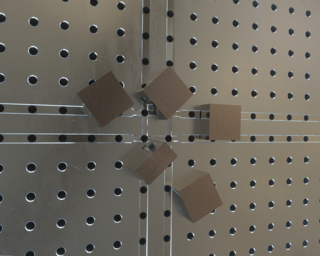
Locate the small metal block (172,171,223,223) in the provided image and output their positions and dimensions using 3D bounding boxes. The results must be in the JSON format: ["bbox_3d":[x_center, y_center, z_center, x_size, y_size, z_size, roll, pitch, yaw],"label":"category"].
[{"bbox_3d":[0.052,0.095,0.432,0.050,0.025,0.050,-27,99,-18],"label":"small metal block"}]

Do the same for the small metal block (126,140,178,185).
[{"bbox_3d":[-0.012,0.042,0.395,0.050,0.050,0.025,-44,104,-15],"label":"small metal block"}]

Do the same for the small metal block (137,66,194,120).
[{"bbox_3d":[0.007,-0.046,0.415,0.050,0.025,0.050,-45,104,-15],"label":"small metal block"}]

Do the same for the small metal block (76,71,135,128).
[{"bbox_3d":[-0.069,-0.035,0.387,0.050,0.025,0.050,-38,102,-16],"label":"small metal block"}]

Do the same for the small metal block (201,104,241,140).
[{"bbox_3d":[0.087,-0.008,0.444,0.050,0.025,0.050,2,90,-20],"label":"small metal block"}]
